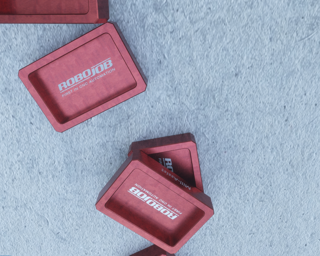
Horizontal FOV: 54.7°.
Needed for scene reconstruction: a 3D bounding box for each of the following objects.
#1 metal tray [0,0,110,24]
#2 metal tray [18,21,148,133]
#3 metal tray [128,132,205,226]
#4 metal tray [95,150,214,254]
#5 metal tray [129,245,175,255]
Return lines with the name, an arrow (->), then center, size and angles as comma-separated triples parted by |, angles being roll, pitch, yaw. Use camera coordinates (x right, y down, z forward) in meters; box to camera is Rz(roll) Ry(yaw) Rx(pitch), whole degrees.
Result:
metal tray -> -0.123, -0.159, 0.330 | 0.131, 0.030, 0.089 | 5, 111, 13
metal tray -> -0.092, -0.061, 0.383 | 0.130, 0.030, 0.090 | -26, 108, 9
metal tray -> 0.013, 0.077, 0.435 | 0.090, 0.030, 0.129 | -10, 110, 3
metal tray -> -0.006, 0.100, 0.410 | 0.130, 0.030, 0.090 | 35, 106, -12
metal tray -> -0.001, 0.254, 0.501 | 0.090, 0.030, 0.130 | -28, 108, 9
